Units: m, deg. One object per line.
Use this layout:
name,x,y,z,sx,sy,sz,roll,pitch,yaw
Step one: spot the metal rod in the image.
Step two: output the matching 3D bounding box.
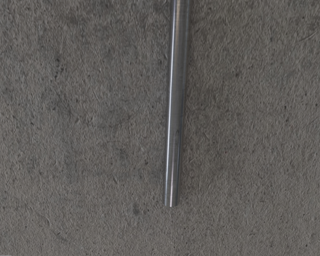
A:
metal rod,0.021,-0.033,0.397,0.025,0.025,0.298,2,110,-1
